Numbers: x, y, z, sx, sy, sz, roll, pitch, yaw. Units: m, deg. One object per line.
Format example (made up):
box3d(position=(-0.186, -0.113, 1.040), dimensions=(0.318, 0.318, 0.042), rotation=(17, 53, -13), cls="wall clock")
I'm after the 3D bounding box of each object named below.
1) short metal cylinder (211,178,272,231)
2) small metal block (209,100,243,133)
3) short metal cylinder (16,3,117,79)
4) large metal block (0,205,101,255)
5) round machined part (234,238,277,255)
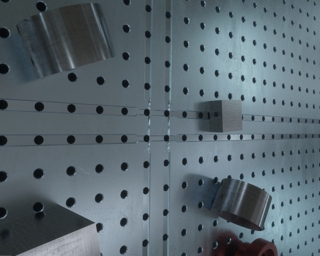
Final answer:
box3d(position=(0.125, 0.118, 0.478), dimensions=(0.080, 0.080, 0.050), rotation=(39, 66, -33), cls="short metal cylinder")
box3d(position=(0.106, -0.019, 0.498), dimensions=(0.050, 0.025, 0.050), rotation=(-5, 93, -40), cls="small metal block")
box3d(position=(-0.088, -0.083, 0.299), dimensions=(0.081, 0.080, 0.050), rotation=(-27, 107, -37), cls="short metal cylinder")
box3d(position=(-0.110, 0.115, 0.281), dimensions=(0.081, 0.080, 0.050), rotation=(-13, 99, -39), cls="large metal block")
box3d(position=(0.156, 0.234, 0.523), dimensions=(0.099, 0.042, 0.097), rotation=(-10, 104, -43), cls="round machined part")
